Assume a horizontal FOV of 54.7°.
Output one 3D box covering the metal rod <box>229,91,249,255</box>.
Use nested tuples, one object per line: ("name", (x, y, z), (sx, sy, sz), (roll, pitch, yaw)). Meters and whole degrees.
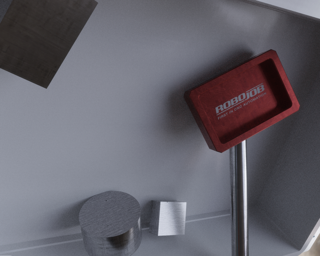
("metal rod", (0.115, 0.096, 0.450), (0.025, 0.025, 0.298), (-4, 94, -27))

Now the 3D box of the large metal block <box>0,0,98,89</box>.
("large metal block", (-0.105, -0.091, 0.260), (0.050, 0.080, 0.080), (26, 104, -38))

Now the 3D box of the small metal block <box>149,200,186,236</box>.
("small metal block", (0.013, 0.141, 0.490), (0.050, 0.025, 0.050), (10, 79, -33))

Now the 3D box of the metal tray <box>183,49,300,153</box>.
("metal tray", (0.109, -0.036, 0.413), (0.131, 0.030, 0.090), (-28, 97, -8))

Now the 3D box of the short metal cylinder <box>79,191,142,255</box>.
("short metal cylinder", (-0.065, 0.132, 0.420), (0.081, 0.080, 0.050), (-14, 124, -21))
